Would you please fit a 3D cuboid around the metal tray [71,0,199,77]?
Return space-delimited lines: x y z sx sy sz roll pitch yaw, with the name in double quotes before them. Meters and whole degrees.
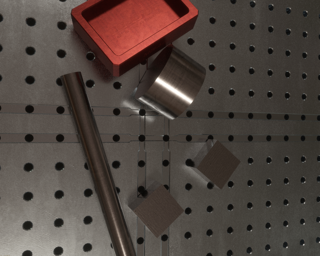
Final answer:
"metal tray" -0.029 -0.134 0.383 0.131 0.030 0.090 -37 81 -17

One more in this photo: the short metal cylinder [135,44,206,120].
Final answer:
"short metal cylinder" 0.012 -0.057 0.389 0.050 0.080 0.080 32 80 -18

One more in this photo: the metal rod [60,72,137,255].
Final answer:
"metal rod" -0.068 0.078 0.388 0.025 0.025 0.298 -18 96 -19

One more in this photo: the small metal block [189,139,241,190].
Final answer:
"small metal block" 0.078 0.051 0.443 0.050 0.025 0.050 42 77 -16

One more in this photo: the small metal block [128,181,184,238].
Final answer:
"small metal block" -0.005 0.107 0.412 0.050 0.025 0.050 -41 104 -16
